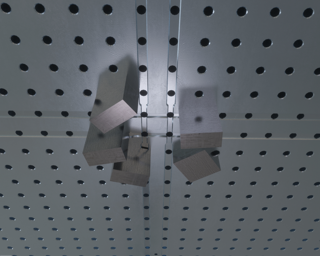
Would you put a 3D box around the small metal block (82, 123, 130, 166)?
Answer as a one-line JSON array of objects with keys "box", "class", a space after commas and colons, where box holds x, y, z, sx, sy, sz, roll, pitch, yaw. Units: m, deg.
[{"box": [-0.070, 0.021, 0.412, 0.050, 0.050, 0.025, -9, 130, 7], "class": "small metal block"}]

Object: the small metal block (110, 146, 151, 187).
[{"box": [-0.041, 0.052, 0.439, 0.050, 0.050, 0.025, 12, 129, -10], "class": "small metal block"}]

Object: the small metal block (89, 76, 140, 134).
[{"box": [-0.053, -0.028, 0.371, 0.050, 0.050, 0.025, -29, 124, 22], "class": "small metal block"}]

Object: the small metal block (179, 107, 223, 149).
[{"box": [0.050, -0.001, 0.395, 0.050, 0.050, 0.025, -3, 130, 2], "class": "small metal block"}]

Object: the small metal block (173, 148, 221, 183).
[{"box": [0.054, 0.048, 0.452, 0.050, 0.025, 0.050, -26, 126, 20], "class": "small metal block"}]
